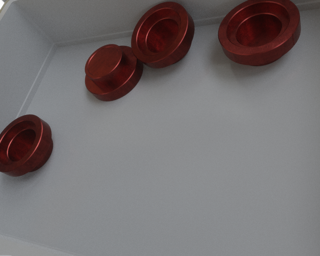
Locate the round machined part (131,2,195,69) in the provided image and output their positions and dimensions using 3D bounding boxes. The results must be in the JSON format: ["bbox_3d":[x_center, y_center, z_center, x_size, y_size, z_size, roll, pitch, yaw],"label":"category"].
[{"bbox_3d":[0.008,-0.134,0.463,0.098,0.042,0.098,-11,68,31],"label":"round machined part"}]

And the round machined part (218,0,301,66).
[{"bbox_3d":[0.129,-0.119,0.400,0.098,0.042,0.098,-13,56,21],"label":"round machined part"}]

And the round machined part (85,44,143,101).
[{"bbox_3d":[-0.080,-0.095,0.495,0.098,0.042,0.098,-13,56,21],"label":"round machined part"}]

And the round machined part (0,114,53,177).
[{"bbox_3d":[-0.209,0.031,0.486,0.098,0.042,0.098,-13,56,21],"label":"round machined part"}]
